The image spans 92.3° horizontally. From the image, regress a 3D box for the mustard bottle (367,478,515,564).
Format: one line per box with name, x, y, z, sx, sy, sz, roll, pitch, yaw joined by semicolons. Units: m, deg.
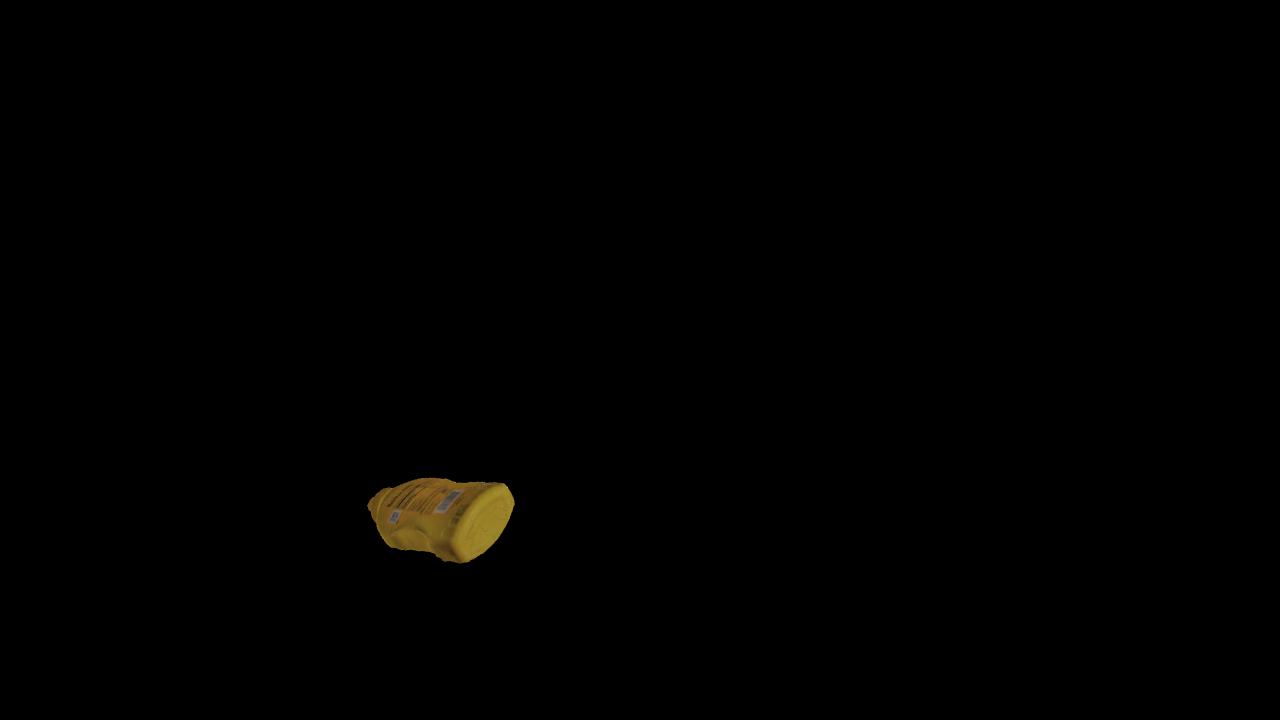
mustard bottle;-0.229;0.164;0.661;0.184;0.054;0.092;-2;37;32
